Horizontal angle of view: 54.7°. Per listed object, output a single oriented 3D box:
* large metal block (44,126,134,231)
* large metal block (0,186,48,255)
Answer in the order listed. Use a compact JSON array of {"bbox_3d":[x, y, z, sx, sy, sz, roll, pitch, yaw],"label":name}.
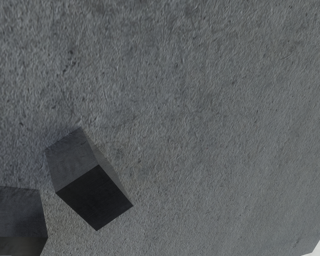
[{"bbox_3d":[-0.083,0.058,0.361,0.050,0.080,0.080,-34,129,-6],"label":"large metal block"},{"bbox_3d":[-0.172,0.125,0.354,0.050,0.080,0.080,16,110,-35],"label":"large metal block"}]
